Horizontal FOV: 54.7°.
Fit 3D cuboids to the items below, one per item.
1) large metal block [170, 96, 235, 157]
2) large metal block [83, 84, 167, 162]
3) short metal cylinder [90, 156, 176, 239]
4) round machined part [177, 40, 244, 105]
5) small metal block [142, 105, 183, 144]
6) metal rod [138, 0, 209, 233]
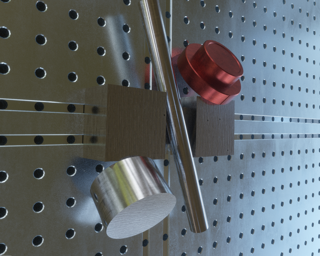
[{"bbox_3d":[0.062,-0.001,0.446,0.081,0.050,0.080,1,89,-40],"label":"large metal block"},{"bbox_3d":[-0.040,-0.004,0.360,0.081,0.050,0.080,3,89,-40],"label":"large metal block"},{"bbox_3d":[-0.030,0.077,0.341,0.081,0.050,0.080,-21,143,-17],"label":"short metal cylinder"},{"bbox_3d":[0.076,-0.083,0.430,0.099,0.042,0.098,23,43,-23],"label":"round machined part"},{"bbox_3d":[0.003,-0.004,0.413,0.050,0.025,0.050,1,90,-40],"label":"small metal block"},{"bbox_3d":[0.020,-0.007,0.392,0.025,0.025,0.298,-22,104,-38],"label":"metal rod"}]
